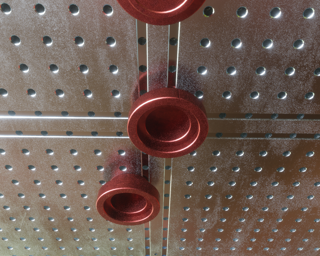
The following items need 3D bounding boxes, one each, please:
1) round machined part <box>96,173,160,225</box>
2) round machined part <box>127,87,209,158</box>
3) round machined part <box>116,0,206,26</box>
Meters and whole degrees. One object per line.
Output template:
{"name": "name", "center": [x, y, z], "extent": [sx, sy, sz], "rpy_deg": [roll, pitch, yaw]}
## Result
{"name": "round machined part", "center": [-0.049, 0.110, 0.493], "extent": [0.099, 0.042, 0.097], "rpy_deg": [0, 130, 0]}
{"name": "round machined part", "center": [0.010, -0.011, 0.391], "extent": [0.099, 0.042, 0.097], "rpy_deg": [0, 130, 0]}
{"name": "round machined part", "center": [0.001, -0.140, 0.281], "extent": [0.099, 0.042, 0.097], "rpy_deg": [0, 130, 0]}
